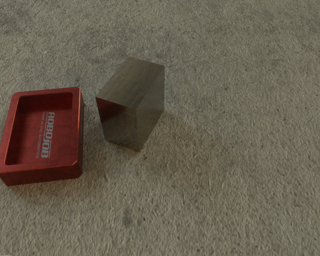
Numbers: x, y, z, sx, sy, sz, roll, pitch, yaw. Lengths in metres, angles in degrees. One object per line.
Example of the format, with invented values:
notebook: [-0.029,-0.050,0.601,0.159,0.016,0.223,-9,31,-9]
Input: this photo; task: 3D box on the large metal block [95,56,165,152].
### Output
large metal block: [-0.033,-0.030,0.392,0.050,0.080,0.080,18,52,15]

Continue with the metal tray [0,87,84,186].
metal tray: [-0.146,0.005,0.393,0.091,0.030,0.130,-6,50,-5]
